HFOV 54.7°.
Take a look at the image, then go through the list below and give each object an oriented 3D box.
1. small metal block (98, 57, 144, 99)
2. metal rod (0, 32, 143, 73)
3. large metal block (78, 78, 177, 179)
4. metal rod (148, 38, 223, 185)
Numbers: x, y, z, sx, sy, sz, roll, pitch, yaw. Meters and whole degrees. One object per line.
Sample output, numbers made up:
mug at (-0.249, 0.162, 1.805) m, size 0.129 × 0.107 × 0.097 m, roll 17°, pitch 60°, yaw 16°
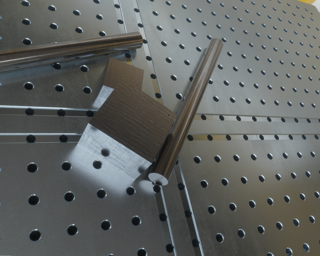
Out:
small metal block at (-0.052, -0.061, 0.419) m, size 0.050 × 0.025 × 0.050 m, roll 18°, pitch 55°, yaw -18°
metal rod at (-0.147, -0.090, 0.384) m, size 0.302 × 0.025 × 0.025 m, roll -21°, pitch 74°, yaw -36°
large metal block at (-0.037, 0.001, 0.373) m, size 0.080 × 0.050 × 0.080 m, roll 33°, pitch 51°, yaw -7°
metal rod at (0.050, -0.045, 0.463) m, size 0.025 × 0.025 × 0.301 m, roll 32°, pitch 51°, yaw -8°
